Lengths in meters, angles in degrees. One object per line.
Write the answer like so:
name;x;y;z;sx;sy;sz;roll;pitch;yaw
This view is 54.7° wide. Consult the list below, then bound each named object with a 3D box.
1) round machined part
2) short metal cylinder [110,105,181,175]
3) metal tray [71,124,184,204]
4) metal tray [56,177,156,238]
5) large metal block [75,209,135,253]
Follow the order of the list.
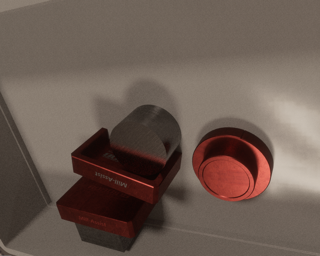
round machined part;0.086;0.051;0.383;0.098;0.042;0.097;13;124;20
short metal cylinder;-0.018;0.016;0.410;0.080;0.050;0.079;13;123;20
metal tray;-0.044;0.045;0.432;0.130;0.090;0.030;17;126;19
metal tray;-0.078;0.110;0.473;0.130;0.090;0.030;6;121;24
large metal block;-0.077;0.143;0.500;0.080;0.080;0.050;4;120;26
